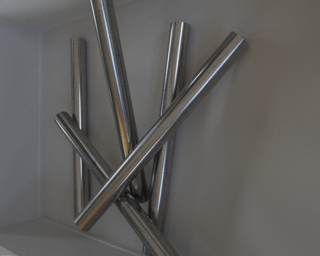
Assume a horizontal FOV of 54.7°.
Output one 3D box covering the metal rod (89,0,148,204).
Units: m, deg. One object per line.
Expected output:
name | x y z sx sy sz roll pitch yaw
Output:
metal rod | -0.048 -0.039 0.373 0.025 0.025 0.298 11 119 39

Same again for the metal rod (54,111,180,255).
metal rod | -0.068 0.076 0.426 0.300 0.025 0.025 45 117 30

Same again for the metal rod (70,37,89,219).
metal rod | -0.132 0.002 0.512 0.025 0.025 0.298 -3 88 39

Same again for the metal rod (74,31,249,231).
metal rod | -0.007 0.014 0.370 0.299 0.025 0.025 -50 60 14

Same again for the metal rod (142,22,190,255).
metal rod | 0.007 0.019 0.399 0.025 0.025 0.298 12 97 39
